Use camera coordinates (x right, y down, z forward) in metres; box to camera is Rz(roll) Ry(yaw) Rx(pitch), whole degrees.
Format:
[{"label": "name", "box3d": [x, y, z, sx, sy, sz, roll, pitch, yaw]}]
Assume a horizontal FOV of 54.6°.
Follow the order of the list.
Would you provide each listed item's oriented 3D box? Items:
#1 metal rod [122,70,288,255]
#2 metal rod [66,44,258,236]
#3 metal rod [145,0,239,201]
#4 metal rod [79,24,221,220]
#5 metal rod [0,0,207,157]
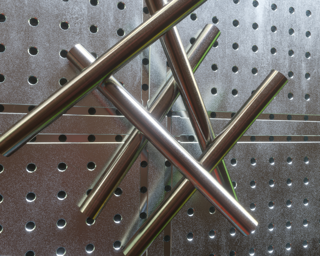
[{"label": "metal rod", "box3d": [0.057, 0.049, 0.398, 0.025, 0.025, 0.300, 40, 90, -16]}, {"label": "metal rod", "box3d": [0.002, 0.014, 0.373, 0.300, 0.025, 0.025, 45, 76, 1]}, {"label": "metal rod", "box3d": [0.048, -0.023, 0.408, 0.025, 0.025, 0.299, -28, 107, -18]}, {"label": "metal rod", "box3d": [-0.007, -0.017, 0.409, 0.025, 0.025, 0.300, 37, 78, -16]}, {"label": "metal rod", "box3d": [-0.060, -0.070, 0.349, 0.300, 0.025, 0.025, -38, 103, 0]}]
